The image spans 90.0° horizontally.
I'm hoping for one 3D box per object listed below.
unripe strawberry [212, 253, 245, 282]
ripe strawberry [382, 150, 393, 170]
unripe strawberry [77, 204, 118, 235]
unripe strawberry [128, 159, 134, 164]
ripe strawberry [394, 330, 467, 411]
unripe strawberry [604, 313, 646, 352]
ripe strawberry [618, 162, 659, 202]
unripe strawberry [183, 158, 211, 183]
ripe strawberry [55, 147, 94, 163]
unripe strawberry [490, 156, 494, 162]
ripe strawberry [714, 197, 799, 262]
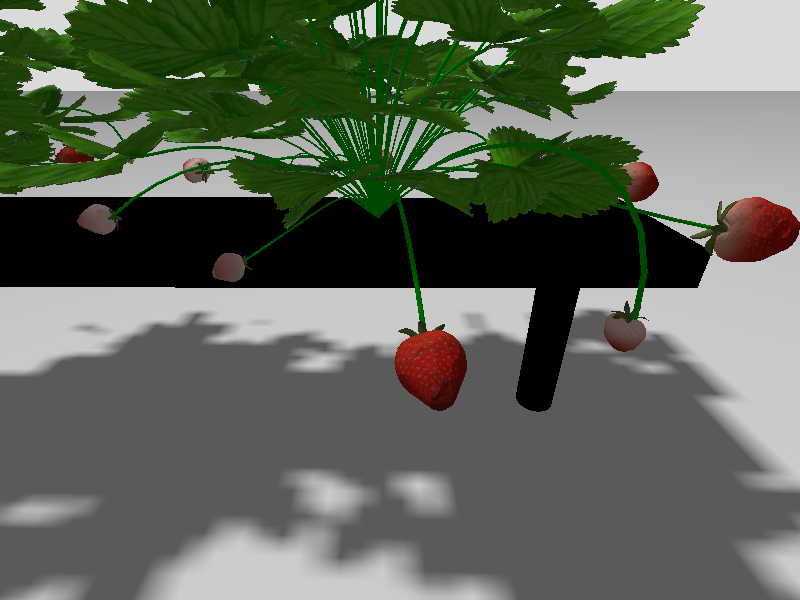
[{"bbox_3d":[-0.105,-0.019,0.243,0.018,0.019,0.019,18,34,29],"label":"unripe strawberry"},{"bbox_3d":[-0.022,-0.188,0.538,0.025,0.026,0.027,0,29,0],"label":"ripe strawberry"},{"bbox_3d":[-0.241,-0.064,0.317,0.025,0.024,0.023,-7,30,-8],"label":"unripe strawberry"},{"bbox_3d":[-0.352,-0.183,0.522,0.011,0.011,0.010,17,33,27],"label":"unripe strawberry"},{"bbox_3d":[0.012,0.027,0.151,0.028,0.029,0.030,-4,39,-7],"label":"ripe strawberry"},{"bbox_3d":[0.101,0.015,0.181,0.016,0.017,0.018,-17,33,-27],"label":"unripe strawberry"},{"bbox_3d":[0.232,-0.116,0.393,0.043,0.037,0.043,3,28,-15],"label":"ripe strawberry"},{"bbox_3d":[-0.239,-0.152,0.469,0.032,0.027,0.032,16,33,27],"label":"unripe strawberry"},{"bbox_3d":[-0.409,-0.177,0.506,0.039,0.033,0.039,9,30,16],"label":"ripe strawberry"},{"bbox_3d":[0.134,-0.181,0.519,0.034,0.031,0.031,21,13,33],"label":"unripe strawberry"},{"bbox_3d":[0.231,-0.044,0.260,0.042,0.044,0.039,12,31,19],"label":"ripe strawberry"}]
